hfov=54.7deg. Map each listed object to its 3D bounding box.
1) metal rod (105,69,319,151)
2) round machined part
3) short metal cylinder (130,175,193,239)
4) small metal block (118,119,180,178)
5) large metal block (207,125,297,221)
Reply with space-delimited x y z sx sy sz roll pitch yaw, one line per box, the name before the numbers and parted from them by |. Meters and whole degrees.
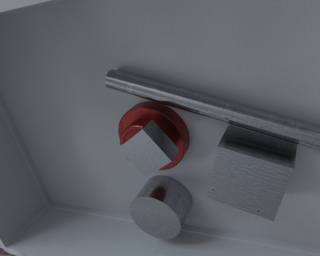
metal rod | 0.073 -0.020 0.356 0.301 0.025 0.025 18 125 17
round machined part | -0.014 0.017 0.414 0.098 0.042 0.097 13 124 20
short metal cylinder | 0.002 0.118 0.463 0.080 0.050 0.079 13 124 20
small metal block | -0.014 0.026 0.376 0.050 0.025 0.050 48 128 -6
large metal block | 0.107 0.052 0.368 0.080 0.050 0.079 16 125 18
